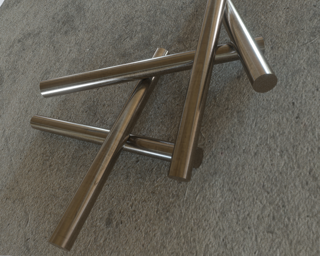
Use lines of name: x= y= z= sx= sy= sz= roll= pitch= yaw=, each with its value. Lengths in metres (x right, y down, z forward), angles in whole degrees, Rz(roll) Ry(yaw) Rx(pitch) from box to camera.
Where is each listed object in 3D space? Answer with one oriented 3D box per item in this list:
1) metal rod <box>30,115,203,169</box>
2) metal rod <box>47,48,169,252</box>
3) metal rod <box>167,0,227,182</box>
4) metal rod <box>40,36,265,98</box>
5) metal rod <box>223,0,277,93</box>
metal rod: x=-0.081 y=0.012 z=0.438 sx=0.300 sy=0.025 sz=0.025 roll=10 pitch=67 yaw=32
metal rod: x=-0.050 y=0.004 z=0.394 sx=0.025 sy=0.025 sz=0.300 roll=4 pitch=53 yaw=30
metal rod: x=0.054 y=-0.083 z=0.378 sx=0.025 sy=0.025 sz=0.299 roll=3 pitch=69 yaw=29
metal rod: x=-0.015 y=-0.080 z=0.418 sx=0.301 sy=0.025 sz=0.025 roll=-10 pitch=56 yaw=6
metal rod: x=0.094 y=-0.153 z=0.419 sx=0.025 sy=0.025 sz=0.300 roll=-22 pitch=44 yaw=15
